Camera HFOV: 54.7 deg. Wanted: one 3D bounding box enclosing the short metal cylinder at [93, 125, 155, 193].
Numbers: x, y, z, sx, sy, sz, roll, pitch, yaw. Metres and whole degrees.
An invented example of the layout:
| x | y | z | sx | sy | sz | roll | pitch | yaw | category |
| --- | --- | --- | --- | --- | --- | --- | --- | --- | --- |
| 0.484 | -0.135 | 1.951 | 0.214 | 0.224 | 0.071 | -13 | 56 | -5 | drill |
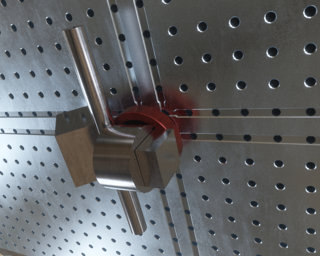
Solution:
| x | y | z | sx | sy | sz | roll | pitch | yaw | category |
| --- | --- | --- | --- | --- | --- | --- | --- | --- | --- |
| -0.036 | 0.036 | 0.376 | 0.050 | 0.080 | 0.079 | 1 | 119 | 27 | short metal cylinder |

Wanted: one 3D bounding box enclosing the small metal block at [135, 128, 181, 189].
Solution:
| x | y | z | sx | sy | sz | roll | pitch | yaw | category |
| --- | --- | --- | --- | --- | --- | --- | --- | --- | --- |
| -0.001 | 0.034 | 0.361 | 0.025 | 0.050 | 0.050 | 1 | 119 | 27 | small metal block |

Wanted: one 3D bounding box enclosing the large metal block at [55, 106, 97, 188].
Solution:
| x | y | z | sx | sy | sz | roll | pitch | yaw | category |
| --- | --- | --- | --- | --- | --- | --- | --- | --- | --- |
| -0.108 | 0.023 | 0.437 | 0.050 | 0.080 | 0.079 | -18 | 116 | -9 | large metal block |

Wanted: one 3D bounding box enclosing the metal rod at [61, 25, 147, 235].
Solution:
| x | y | z | sx | sy | sz | roll | pitch | yaw | category |
| --- | --- | --- | --- | --- | --- | --- | --- | --- | --- |
| -0.064 | 0.021 | 0.402 | 0.025 | 0.025 | 0.298 | 1 | 119 | 27 | metal rod |

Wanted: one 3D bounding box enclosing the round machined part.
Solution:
| x | y | z | sx | sy | sz | roll | pitch | yaw | category |
| --- | --- | --- | --- | --- | --- | --- | --- | --- | --- |
| -0.015 | 0.013 | 0.413 | 0.098 | 0.042 | 0.097 | 13 | 124 | 20 | round machined part |
